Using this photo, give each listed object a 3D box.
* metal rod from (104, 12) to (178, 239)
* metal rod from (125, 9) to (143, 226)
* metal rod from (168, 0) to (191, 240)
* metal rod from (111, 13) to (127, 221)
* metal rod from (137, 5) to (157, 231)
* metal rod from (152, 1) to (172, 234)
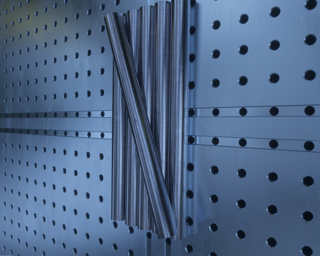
[{"bbox_3d":[-0.028,-0.013,0.401,0.025,0.025,0.299,-24,75,37],"label":"metal rod"},{"bbox_3d":[-0.035,-0.014,0.439,0.025,0.025,0.298,1,91,40],"label":"metal rod"},{"bbox_3d":[0.024,-0.012,0.391,0.025,0.025,0.298,2,91,40],"label":"metal rod"},{"bbox_3d":[-0.058,-0.015,0.457,0.025,0.025,0.298,1,91,40],"label":"metal rod"},{"bbox_3d":[-0.017,-0.013,0.423,0.025,0.025,0.298,1,91,40],"label":"metal rod"},{"bbox_3d":[0.004,-0.013,0.408,0.025,0.025,0.298,1,91,40],"label":"metal rod"}]
